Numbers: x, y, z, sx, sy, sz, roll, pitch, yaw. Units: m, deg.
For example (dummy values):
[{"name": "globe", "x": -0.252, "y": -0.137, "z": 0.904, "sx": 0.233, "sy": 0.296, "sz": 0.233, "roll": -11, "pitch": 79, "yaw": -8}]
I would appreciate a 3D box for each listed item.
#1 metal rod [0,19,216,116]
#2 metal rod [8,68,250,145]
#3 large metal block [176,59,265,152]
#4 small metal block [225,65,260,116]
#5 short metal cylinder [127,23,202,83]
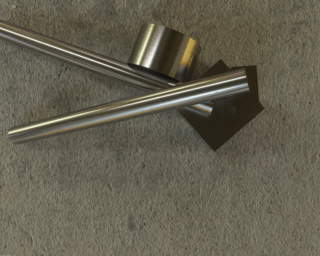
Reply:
[{"name": "metal rod", "x": -0.076, "y": -0.079, "z": 0.381, "sx": 0.301, "sy": 0.025, "sz": 0.025, "roll": 21, "pitch": 90, "yaw": 11}, {"name": "metal rod", "x": -0.052, "y": -0.019, "z": 0.357, "sx": 0.301, "sy": 0.025, "sz": 0.025, "roll": -12, "pitch": 90, "yaw": 20}, {"name": "large metal block", "x": 0.070, "y": -0.028, "z": 0.398, "sx": 0.080, "sy": 0.050, "sz": 0.080, "roll": -41, "pitch": 90, "yaw": 1}, {"name": "small metal block", "x": 0.090, "y": -0.040, "z": 0.347, "sx": 0.025, "sy": 0.050, "sz": 0.050, "roll": -4, "pitch": 90, "yaw": 0}, {"name": "short metal cylinder", "x": 0.005, "y": -0.087, "z": 0.385, "sx": 0.080, "sy": 0.080, "sz": 0.050, "roll": 21, "pitch": 90, "yaw": -1}]
